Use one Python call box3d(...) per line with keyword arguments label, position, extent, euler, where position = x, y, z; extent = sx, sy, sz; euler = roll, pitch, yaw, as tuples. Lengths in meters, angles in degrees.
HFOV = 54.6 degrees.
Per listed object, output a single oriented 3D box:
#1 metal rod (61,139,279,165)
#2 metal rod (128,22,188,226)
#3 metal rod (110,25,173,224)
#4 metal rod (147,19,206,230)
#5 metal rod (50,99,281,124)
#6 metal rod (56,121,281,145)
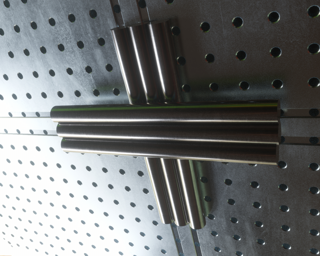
box3d(label="metal rod", position=(-0.008, 0.026, 0.399), extent=(0.300, 0.025, 0.025), euler=(1, 119, 28))
box3d(label="metal rod", position=(0.005, 0.013, 0.417), extent=(0.025, 0.025, 0.298), euler=(2, 119, 27))
box3d(label="metal rod", position=(-0.016, 0.013, 0.429), extent=(0.025, 0.025, 0.298), euler=(2, 119, 27))
box3d(label="metal rod", position=(0.028, 0.014, 0.406), extent=(0.025, 0.025, 0.298), euler=(2, 119, 27))
box3d(label="metal rod", position=(-0.015, -0.018, 0.376), extent=(0.300, 0.025, 0.025), euler=(1, 119, 28))
box3d(label="metal rod", position=(-0.010, 0.004, 0.387), extent=(0.300, 0.025, 0.025), euler=(1, 119, 28))
